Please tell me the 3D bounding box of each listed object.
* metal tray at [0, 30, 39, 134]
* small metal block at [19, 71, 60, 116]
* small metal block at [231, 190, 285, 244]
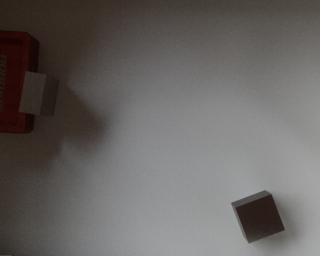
[{"bbox_3d":[-0.213,-0.060,0.405,0.091,0.030,0.129,4,90,-1],"label":"metal tray"},{"bbox_3d":[-0.153,-0.042,0.397,0.025,0.050,0.050,10,90,-1],"label":"small metal block"},{"bbox_3d":[0.130,0.118,0.413,0.050,0.025,0.050,-21,90,-1],"label":"small metal block"}]
